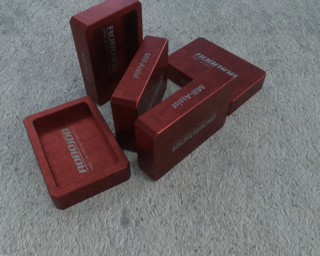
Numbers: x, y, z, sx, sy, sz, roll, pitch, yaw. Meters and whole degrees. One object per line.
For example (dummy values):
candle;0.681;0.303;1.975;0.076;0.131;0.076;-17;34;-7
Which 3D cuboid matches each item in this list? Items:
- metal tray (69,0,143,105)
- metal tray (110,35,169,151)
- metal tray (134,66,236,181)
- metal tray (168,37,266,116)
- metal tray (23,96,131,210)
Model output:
metal tray;-0.065;-0.104;0.423;0.030;0.129;0.090;36;58;26
metal tray;-0.021;-0.046;0.401;0.030;0.089;0.130;13;51;10
metal tray;0.031;-0.006;0.367;0.131;0.089;0.030;-36;59;-27
metal tray;0.080;-0.083;0.472;0.091;0.030;0.130;-37;59;-27
metal tray;-0.103;0.024;0.380;0.091;0.030;0.130;-23;54;-19
